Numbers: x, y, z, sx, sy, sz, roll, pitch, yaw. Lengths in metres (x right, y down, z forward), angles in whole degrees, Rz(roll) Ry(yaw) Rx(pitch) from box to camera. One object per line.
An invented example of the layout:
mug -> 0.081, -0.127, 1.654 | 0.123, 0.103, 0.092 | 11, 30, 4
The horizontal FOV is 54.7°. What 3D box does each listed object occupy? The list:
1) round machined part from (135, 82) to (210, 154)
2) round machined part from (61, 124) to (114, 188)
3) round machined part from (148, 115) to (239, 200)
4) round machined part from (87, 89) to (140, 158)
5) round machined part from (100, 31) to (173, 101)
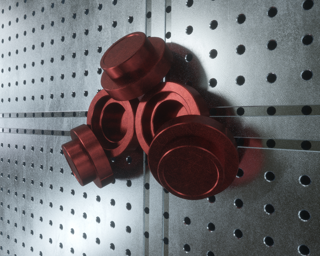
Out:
round machined part -> 0.019, -0.006, 0.380 | 0.098, 0.042, 0.097 | 0, 90, 39
round machined part -> -0.111, 0.047, 0.457 | 0.098, 0.042, 0.097 | 46, 152, 35
round machined part -> 0.035, 0.038, 0.333 | 0.098, 0.042, 0.097 | 4, 118, 9
round machined part -> -0.057, -0.008, 0.442 | 0.098, 0.042, 0.097 | 0, 90, 39
round machined part -> -0.036, -0.084, 0.393 | 0.098, 0.042, 0.098 | -22, 41, 21
